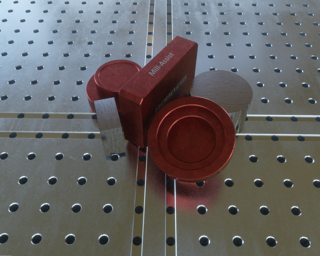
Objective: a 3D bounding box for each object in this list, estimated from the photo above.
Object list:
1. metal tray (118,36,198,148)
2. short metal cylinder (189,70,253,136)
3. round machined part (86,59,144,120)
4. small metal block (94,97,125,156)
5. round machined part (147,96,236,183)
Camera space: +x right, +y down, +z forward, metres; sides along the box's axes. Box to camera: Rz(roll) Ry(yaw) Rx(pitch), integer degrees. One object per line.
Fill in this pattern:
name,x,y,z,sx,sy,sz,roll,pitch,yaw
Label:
metal tray,0.002,-0.047,0.400,0.030,0.089,0.130,26,55,20
short metal cylinder,0.078,-0.032,0.414,0.081,0.050,0.080,0,50,0
round machined part,-0.056,-0.061,0.441,0.099,0.042,0.098,0,50,0
small metal block,-0.063,-0.001,0.386,0.025,0.050,0.050,-12,51,-10
round machined part,0.038,0.016,0.364,0.098,0.042,0.098,-3,71,10
